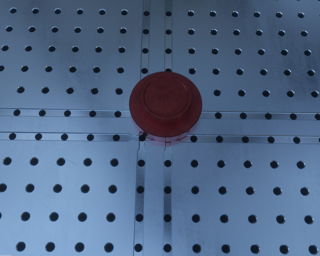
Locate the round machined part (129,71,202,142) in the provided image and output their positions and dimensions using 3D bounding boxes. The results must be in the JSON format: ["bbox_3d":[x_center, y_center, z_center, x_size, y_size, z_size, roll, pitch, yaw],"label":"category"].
[{"bbox_3d":[0.008,-0.034,0.415,0.099,0.042,0.098,0,70,-1],"label":"round machined part"}]
